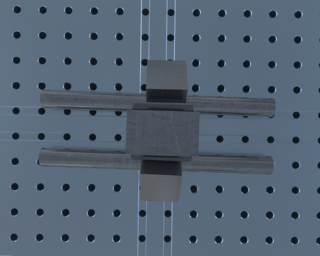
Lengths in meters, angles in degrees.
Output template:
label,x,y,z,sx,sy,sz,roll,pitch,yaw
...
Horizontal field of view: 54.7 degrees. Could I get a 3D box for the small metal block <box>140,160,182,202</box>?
label,x,y,z,sx,sy,sz,roll,pitch,yaw
small metal block,0.001,0.068,0.398,0.050,0.025,0.050,3,128,-1

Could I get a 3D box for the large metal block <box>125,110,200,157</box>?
label,x,y,z,sx,sy,sz,roll,pitch,yaw
large metal block,0.003,0.006,0.381,0.081,0.080,0.050,2,90,0

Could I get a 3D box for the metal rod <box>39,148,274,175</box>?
label,x,y,z,sx,sy,sz,roll,pitch,yaw
metal rod,-0.004,0.044,0.410,0.302,0.025,0.025,2,90,-1

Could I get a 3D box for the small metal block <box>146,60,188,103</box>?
label,x,y,z,sx,sy,sz,roll,pitch,yaw
small metal block,0.008,-0.060,0.398,0.050,0.025,0.050,1,56,-1

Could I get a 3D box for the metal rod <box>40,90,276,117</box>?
label,x,y,z,sx,sy,sz,roll,pitch,yaw
metal rod,-0.002,-0.032,0.409,0.302,0.025,0.025,2,90,-1
